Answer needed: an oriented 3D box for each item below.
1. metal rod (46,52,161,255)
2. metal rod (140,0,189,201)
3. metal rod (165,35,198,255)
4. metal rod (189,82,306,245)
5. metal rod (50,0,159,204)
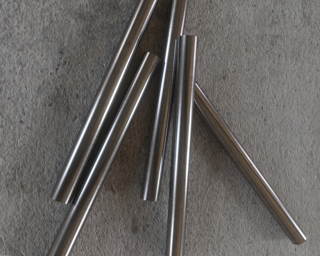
[{"bbox_3d":[-0.071,0.042,0.382,0.025,0.025,0.299,27,81,-18],"label":"metal rod"},{"bbox_3d":[0.008,-0.055,0.411,0.025,0.025,0.298,10,87,-20],"label":"metal rod"},{"bbox_3d":[0.028,0.032,0.406,0.025,0.025,0.298,2,94,-20],"label":"metal rod"},{"bbox_3d":[0.129,0.059,0.456,0.025,0.025,0.300,-41,103,-15],"label":"metal rod"},{"bbox_3d":[-0.062,-0.052,0.385,0.025,0.025,0.299,25,82,-18],"label":"metal rod"}]
